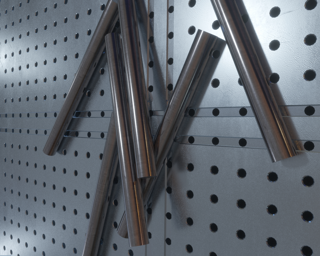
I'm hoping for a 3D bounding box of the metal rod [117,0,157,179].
[{"bbox_3d":[-0.035,-0.082,0.420,0.025,0.025,0.299,-19,72,38],"label":"metal rod"}]

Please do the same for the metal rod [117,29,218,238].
[{"bbox_3d":[0.003,0.020,0.407,0.025,0.025,0.298,35,111,34],"label":"metal rod"}]

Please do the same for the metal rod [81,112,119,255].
[{"bbox_3d":[-0.094,0.120,0.488,0.025,0.025,0.298,23,104,38],"label":"metal rod"}]

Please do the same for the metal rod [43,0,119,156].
[{"bbox_3d":[-0.136,-0.072,0.523,0.025,0.025,0.298,46,118,30],"label":"metal rod"}]

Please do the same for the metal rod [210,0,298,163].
[{"bbox_3d":[0.082,-0.108,0.342,0.025,0.025,0.299,-27,73,37],"label":"metal rod"}]

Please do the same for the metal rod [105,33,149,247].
[{"bbox_3d":[-0.048,0.004,0.427,0.025,0.025,0.299,-22,69,38],"label":"metal rod"}]
